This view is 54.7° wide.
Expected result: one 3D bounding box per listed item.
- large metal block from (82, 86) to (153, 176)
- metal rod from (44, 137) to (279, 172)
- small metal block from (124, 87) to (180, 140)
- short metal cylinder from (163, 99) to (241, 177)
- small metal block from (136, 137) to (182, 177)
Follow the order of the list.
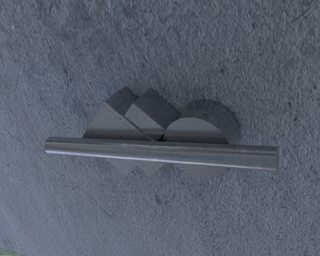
[{"bbox_3d":[-0.046,0.005,0.418,0.080,0.050,0.080,41,129,0],"label":"large metal block"},{"bbox_3d":[-0.020,0.027,0.368,0.300,0.025,0.025,1,119,27],"label":"metal rod"},{"bbox_3d":[-0.008,-0.018,0.386,0.050,0.050,0.025,40,129,0],"label":"small metal block"},{"bbox_3d":[0.051,0.012,0.371,0.080,0.050,0.079,13,124,21],"label":"short metal cylinder"},{"bbox_3d":[0.000,0.030,0.412,0.025,0.050,0.050,41,129,0],"label":"small metal block"}]
